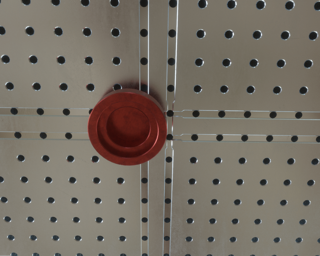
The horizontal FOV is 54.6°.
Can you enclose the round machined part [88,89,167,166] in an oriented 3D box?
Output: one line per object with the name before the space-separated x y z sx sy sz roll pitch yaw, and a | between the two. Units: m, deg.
round machined part | -0.040 -0.004 0.403 0.099 0.042 0.097 0 110 0
